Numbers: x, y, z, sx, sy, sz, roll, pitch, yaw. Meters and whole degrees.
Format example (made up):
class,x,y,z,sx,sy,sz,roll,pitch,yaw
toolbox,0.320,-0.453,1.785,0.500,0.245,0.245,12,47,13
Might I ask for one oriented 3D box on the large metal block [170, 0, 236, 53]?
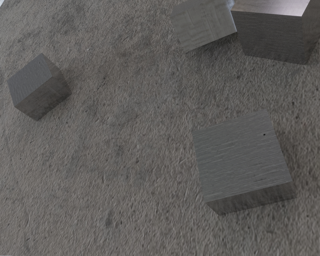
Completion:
class,x,y,z,sx,sy,sz,roll,pitch,yaw
large metal block,0.063,-0.154,0.429,0.080,0.050,0.080,-19,27,17

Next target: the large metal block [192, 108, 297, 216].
class,x,y,z,sx,sy,sz,roll,pitch,yaw
large metal block,0.085,0.037,0.321,0.080,0.050,0.080,-18,54,17

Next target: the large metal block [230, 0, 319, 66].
class,x,y,z,sx,sy,sz,roll,pitch,yaw
large metal block,0.141,-0.126,0.372,0.080,0.080,0.050,21,73,35

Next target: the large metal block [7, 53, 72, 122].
class,x,y,z,sx,sy,sz,roll,pitch,yaw
large metal block,-0.212,-0.072,0.544,0.080,0.050,0.080,-38,51,3
